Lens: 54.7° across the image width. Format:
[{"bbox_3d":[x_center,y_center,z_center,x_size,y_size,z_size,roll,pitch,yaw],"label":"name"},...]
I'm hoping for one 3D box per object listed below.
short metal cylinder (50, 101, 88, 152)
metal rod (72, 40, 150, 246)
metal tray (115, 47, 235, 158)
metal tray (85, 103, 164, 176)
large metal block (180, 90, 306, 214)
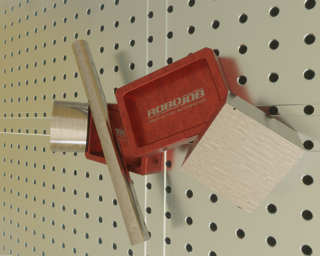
[{"bbox_3d":[-0.142,-0.002,0.487,0.080,0.050,0.080,-176,89,-75],"label":"short metal cylinder"},{"bbox_3d":[-0.073,0.009,0.430,0.025,0.025,0.299,-31,71,35],"label":"metal rod"},{"bbox_3d":[0.017,-0.026,0.367,0.130,0.030,0.090,-22,76,20],"label":"metal tray"},{"bbox_3d":[-0.055,0.011,0.451,0.130,0.030,0.089,9,96,39],"label":"metal tray"},{"bbox_3d":[0.078,0.022,0.305,0.080,0.050,0.080,32,114,2],"label":"large metal block"}]
